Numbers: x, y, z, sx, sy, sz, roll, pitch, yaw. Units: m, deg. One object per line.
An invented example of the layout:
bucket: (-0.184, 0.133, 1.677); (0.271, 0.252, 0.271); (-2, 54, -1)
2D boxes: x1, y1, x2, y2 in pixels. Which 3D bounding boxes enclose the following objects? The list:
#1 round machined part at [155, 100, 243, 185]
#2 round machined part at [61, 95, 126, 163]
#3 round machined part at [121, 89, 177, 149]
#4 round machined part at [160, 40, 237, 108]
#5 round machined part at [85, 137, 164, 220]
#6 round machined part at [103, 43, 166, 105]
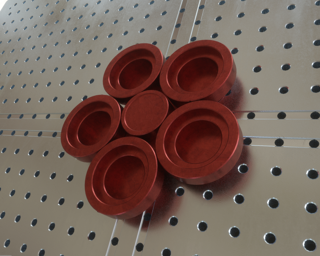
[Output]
round machined part: (0.047, 0.020, 0.361); (0.098, 0.042, 0.098); (-13, 56, 21)
round machined part: (-0.088, 0.004, 0.441); (0.098, 0.042, 0.098); (-13, 56, 21)
round machined part: (-0.012, -0.011, 0.411); (0.098, 0.042, 0.098); (-13, 56, 21)
round machined part: (0.052, -0.065, 0.410); (0.098, 0.042, 0.098); (-13, 56, 21)
round machined part: (-0.039, 0.063, 0.379); (0.098, 0.042, 0.098); (-13, 56, 21)
round machined part: (-0.032, -0.075, 0.461); (0.098, 0.042, 0.098); (-13, 56, 21)
